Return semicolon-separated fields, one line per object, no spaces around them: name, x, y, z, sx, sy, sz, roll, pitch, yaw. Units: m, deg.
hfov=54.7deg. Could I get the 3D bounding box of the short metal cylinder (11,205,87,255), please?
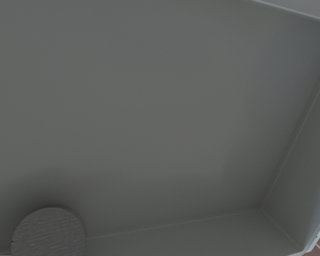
short metal cylinder;-0.132;0.136;0.378;0.081;0.050;0.080;2;79;-11
